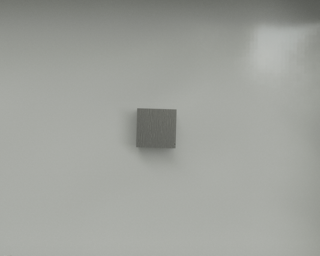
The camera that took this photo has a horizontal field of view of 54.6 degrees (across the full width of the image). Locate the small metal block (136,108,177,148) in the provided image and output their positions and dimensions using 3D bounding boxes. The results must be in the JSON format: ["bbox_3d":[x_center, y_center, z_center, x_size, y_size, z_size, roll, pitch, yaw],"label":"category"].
[{"bbox_3d":[-0.005,0.000,0.408,0.050,0.025,0.050,2,90,0],"label":"small metal block"}]
